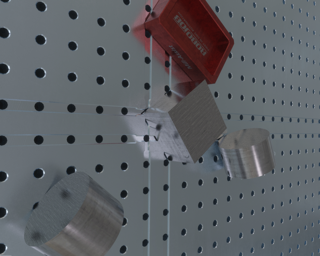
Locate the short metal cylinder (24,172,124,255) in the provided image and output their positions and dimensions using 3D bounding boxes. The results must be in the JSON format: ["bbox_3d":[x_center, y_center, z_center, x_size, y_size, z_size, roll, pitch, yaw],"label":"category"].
[{"bbox_3d":[-0.083,0.090,0.304,0.050,0.080,0.080,50,61,-29],"label":"short metal cylinder"}]

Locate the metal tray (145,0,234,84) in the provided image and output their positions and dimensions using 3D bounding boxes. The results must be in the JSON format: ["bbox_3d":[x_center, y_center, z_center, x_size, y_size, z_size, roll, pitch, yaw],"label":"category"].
[{"bbox_3d":[0.048,-0.135,0.445,0.130,0.030,0.090,41,65,-32],"label":"metal tray"}]

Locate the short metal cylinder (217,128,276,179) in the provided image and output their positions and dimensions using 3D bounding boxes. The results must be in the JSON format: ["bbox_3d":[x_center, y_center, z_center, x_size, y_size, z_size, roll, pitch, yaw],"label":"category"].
[{"bbox_3d":[0.136,0.039,0.488,0.081,0.080,0.050,-29,108,-36],"label":"short metal cylinder"}]

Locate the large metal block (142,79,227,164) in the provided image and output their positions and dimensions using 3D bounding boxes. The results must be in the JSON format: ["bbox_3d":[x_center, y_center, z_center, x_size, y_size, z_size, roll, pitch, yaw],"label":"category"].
[{"bbox_3d":[0.036,-0.009,0.423,0.080,0.050,0.080,-43,116,-32],"label":"large metal block"}]
